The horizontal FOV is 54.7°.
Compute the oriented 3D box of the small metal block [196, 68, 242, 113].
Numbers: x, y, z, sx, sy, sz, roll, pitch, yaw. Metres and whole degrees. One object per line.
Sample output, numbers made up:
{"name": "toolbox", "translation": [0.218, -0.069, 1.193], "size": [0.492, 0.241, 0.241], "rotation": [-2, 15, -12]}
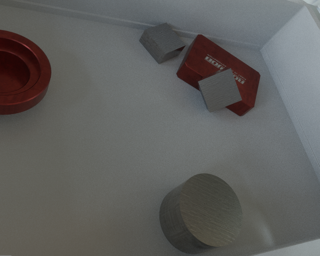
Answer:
{"name": "small metal block", "translation": [0.087, -0.057, 0.461], "size": [0.050, 0.025, 0.050], "rotation": [-22, 104, 4]}

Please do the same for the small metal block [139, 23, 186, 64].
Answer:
{"name": "small metal block", "translation": [0.004, -0.135, 0.492], "size": [0.050, 0.025, 0.050], "rotation": [-33, 80, -38]}

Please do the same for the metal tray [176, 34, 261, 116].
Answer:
{"name": "metal tray", "translation": [0.100, -0.088, 0.512], "size": [0.130, 0.030, 0.090], "rotation": [31, 52, -9]}

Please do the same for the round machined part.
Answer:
{"name": "round machined part", "translation": [-0.173, -0.056, 0.336], "size": [0.099, 0.042, 0.098], "rotation": [14, 56, -21]}

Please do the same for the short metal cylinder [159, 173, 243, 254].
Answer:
{"name": "short metal cylinder", "translation": [0.046, 0.099, 0.356], "size": [0.081, 0.050, 0.080], "rotation": [14, 56, -21]}
